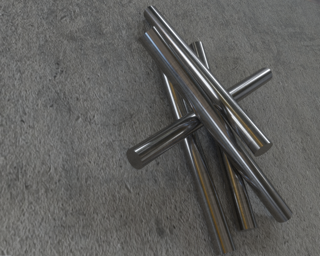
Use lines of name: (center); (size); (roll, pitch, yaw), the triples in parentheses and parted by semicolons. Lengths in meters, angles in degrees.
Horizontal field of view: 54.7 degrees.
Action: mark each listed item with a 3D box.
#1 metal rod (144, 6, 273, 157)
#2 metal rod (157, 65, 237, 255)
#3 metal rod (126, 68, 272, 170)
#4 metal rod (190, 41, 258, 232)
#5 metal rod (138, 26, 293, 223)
metal rod: (0.052, -0.083, 0.434); (0.025, 0.025, 0.299); (-9, 52, -32)
metal rod: (0.039, 0.012, 0.416); (0.025, 0.025, 0.299); (-2, 63, -29)
metal rod: (0.074, -0.028, 0.426); (0.302, 0.025, 0.025); (-31, 79, -38)
metal rod: (0.085, -0.005, 0.452); (0.025, 0.025, 0.299); (4, 60, -26)
metal rod: (0.076, 0.005, 0.385); (0.300, 0.025, 0.025); (51, 50, -13)
